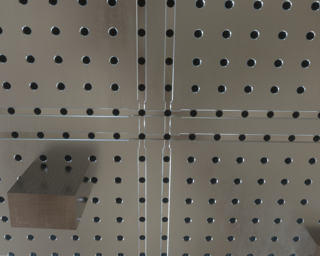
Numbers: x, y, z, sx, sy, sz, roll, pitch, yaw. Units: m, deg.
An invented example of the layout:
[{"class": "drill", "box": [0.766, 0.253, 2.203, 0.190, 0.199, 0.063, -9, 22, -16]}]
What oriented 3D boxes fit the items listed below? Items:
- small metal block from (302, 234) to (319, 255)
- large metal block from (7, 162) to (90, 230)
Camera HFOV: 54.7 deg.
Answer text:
[{"class": "small metal block", "box": [0.261, 0.199, 0.491, 0.050, 0.025, 0.050, 5, 110, -3]}, {"class": "large metal block", "box": [-0.143, 0.088, 0.415, 0.081, 0.080, 0.050, 3, 110, -2]}]
